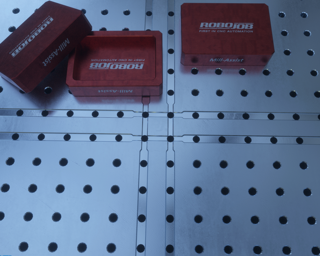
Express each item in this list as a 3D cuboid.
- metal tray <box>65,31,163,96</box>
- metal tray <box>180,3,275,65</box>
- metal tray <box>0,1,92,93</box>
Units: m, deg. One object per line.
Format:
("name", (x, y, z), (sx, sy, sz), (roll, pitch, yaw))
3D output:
("metal tray", (-0.062, -0.093, 0.442), (0.131, 0.030, 0.090), (0, 70, 0))
("metal tray", (0.096, -0.140, 0.461), (0.131, 0.030, 0.090), (0, 70, 0))
("metal tray", (-0.169, -0.117, 0.433), (0.090, 0.030, 0.130), (28, 72, 34))
